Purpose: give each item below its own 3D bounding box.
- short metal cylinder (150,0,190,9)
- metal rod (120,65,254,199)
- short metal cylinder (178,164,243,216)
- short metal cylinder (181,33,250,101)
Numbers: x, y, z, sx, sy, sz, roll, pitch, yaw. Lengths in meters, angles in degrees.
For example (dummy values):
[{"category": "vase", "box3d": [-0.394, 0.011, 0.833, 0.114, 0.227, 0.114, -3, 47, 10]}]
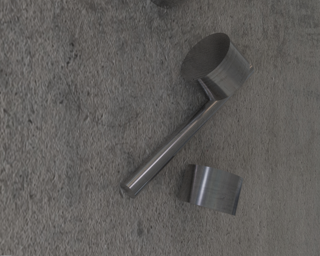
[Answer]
[{"category": "short metal cylinder", "box3d": [0.018, -0.204, 0.403, 0.081, 0.050, 0.080, 0, 90, -40]}, {"category": "metal rod", "box3d": [0.055, -0.012, 0.450, 0.301, 0.025, 0.025, -43, 116, -31]}, {"category": "short metal cylinder", "box3d": [0.070, 0.085, 0.427, 0.080, 0.080, 0.050, 26, 74, -37]}, {"category": "short metal cylinder", "box3d": [0.076, -0.085, 0.433, 0.050, 0.080, 0.080, 37, 67, -34]}]
